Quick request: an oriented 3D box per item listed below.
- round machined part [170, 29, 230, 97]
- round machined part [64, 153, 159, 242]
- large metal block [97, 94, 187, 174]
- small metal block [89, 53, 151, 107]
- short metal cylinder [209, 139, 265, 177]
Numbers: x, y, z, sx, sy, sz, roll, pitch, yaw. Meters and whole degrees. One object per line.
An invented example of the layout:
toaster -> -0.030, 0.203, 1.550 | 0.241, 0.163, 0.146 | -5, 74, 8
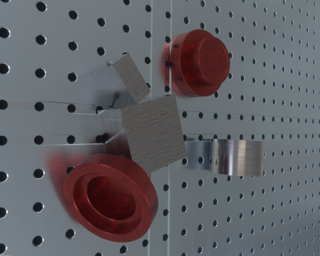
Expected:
round machined part -> 0.065, -0.095, 0.452 | 0.099, 0.042, 0.097 | 0, 90, -40
round machined part -> -0.048, 0.069, 0.329 | 0.098, 0.098, 0.042 | 68, 27, -18
large metal block -> -0.020, 0.007, 0.376 | 0.081, 0.050, 0.080 | -20, 103, -38
small metal block -> -0.046, -0.053, 0.354 | 0.025, 0.050, 0.050 | -46, 118, -31
short metal cylinder -> 0.116, 0.044, 0.470 | 0.081, 0.080, 0.050 | 6, 87, -40
